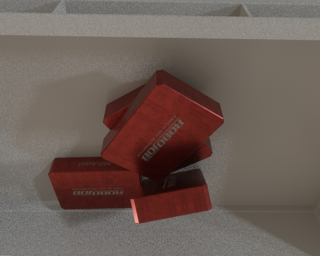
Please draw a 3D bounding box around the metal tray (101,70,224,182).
[{"bbox_3d":[0.000,0.004,0.369,0.090,0.030,0.129,27,125,-22],"label":"metal tray"}]

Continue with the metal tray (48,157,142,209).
[{"bbox_3d":[-0.093,0.086,0.478,0.131,0.030,0.089,-1,130,0],"label":"metal tray"}]

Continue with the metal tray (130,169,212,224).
[{"bbox_3d":[0.017,0.086,0.417,0.090,0.130,0.030,-12,90,4],"label":"metal tray"}]

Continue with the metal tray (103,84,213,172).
[{"bbox_3d":[0.000,0.005,0.410,0.090,0.030,0.130,-26,126,20],"label":"metal tray"}]
